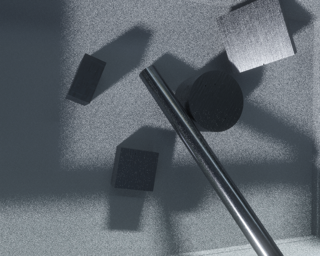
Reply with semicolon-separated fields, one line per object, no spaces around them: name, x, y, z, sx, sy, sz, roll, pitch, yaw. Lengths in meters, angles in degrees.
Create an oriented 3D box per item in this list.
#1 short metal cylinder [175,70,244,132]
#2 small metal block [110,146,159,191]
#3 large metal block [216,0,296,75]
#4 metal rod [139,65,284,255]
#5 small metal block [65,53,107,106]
short metal cylinder;0.065;-0.035;0.423;0.081;0.050;0.079;0;90;-21
small metal block;-0.033;0.052;0.399;0.050;0.025;0.050;10;87;-20
large metal block;0.133;-0.127;0.425;0.050;0.080;0.080;-32;105;-59
metal rod;0.064;0.049;0.382;0.025;0.025;0.299;-30;80;-18
small metal block;-0.089;-0.055;0.365;0.025;0.050;0.050;23;82;-19
